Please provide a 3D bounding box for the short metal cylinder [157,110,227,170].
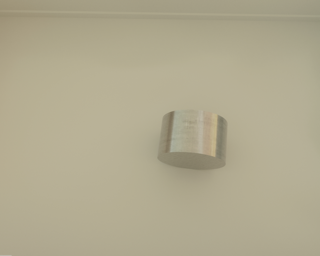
[{"bbox_3d":[0.040,0.017,0.375,0.080,0.080,0.050,7,70,2],"label":"short metal cylinder"}]
